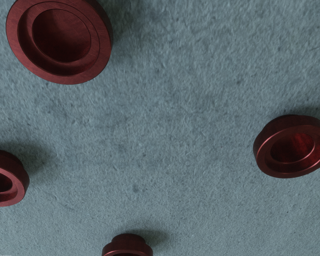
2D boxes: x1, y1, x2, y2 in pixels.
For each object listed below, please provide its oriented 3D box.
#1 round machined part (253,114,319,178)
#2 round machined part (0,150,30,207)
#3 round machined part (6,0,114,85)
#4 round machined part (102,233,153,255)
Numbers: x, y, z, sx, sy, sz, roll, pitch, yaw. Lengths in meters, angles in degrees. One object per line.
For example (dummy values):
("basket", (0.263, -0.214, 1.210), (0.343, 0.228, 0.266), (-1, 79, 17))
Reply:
("round machined part", (0.174, 0.020, 0.416), (0.099, 0.042, 0.097), (-1, 130, 0))
("round machined part", (-0.241, 0.069, 0.451), (0.099, 0.042, 0.097), (-1, 130, 0))
("round machined part", (-0.096, -0.096, 0.313), (0.099, 0.042, 0.097), (-1, 130, 0))
("round machined part", (-0.062, 0.241, 0.601), (0.099, 0.042, 0.097), (-1, 130, 0))
